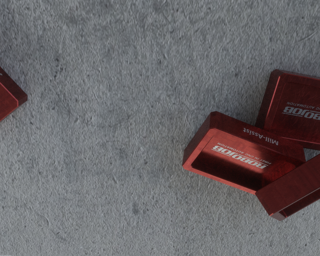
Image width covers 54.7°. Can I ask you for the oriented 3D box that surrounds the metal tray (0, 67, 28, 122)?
[{"bbox_3d":[-0.246,-0.057,0.384,0.090,0.030,0.130,-36,107,12],"label":"metal tray"}]

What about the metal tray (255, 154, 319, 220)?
[{"bbox_3d":[0.177,0.080,0.394,0.090,0.030,0.130,-35,151,11],"label":"metal tray"}]

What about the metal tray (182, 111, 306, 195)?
[{"bbox_3d":[0.106,0.038,0.402,0.131,0.030,0.089,21,135,-8],"label":"metal tray"}]

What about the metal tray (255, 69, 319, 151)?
[{"bbox_3d":[0.200,-0.019,0.401,0.131,0.030,0.089,10,110,-4],"label":"metal tray"}]
